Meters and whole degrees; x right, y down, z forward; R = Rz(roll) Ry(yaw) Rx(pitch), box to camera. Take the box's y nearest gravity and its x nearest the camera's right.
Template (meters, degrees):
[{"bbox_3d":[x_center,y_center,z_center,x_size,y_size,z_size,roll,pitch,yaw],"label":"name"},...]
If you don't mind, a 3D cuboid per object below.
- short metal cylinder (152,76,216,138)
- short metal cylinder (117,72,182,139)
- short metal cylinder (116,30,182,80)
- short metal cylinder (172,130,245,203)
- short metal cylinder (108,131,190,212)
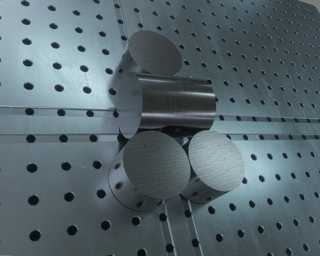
[{"bbox_3d":[0.028,-0.027,0.407,0.050,0.080,0.080,0,62,-29],"label":"short metal cylinder"},{"bbox_3d":[-0.016,-0.027,0.383,0.050,0.080,0.080,0,62,-29],"label":"short metal cylinder"},{"bbox_3d":[-0.016,-0.091,0.440,0.081,0.050,0.080,14,56,-21],"label":"short metal cylinder"},{"bbox_3d":[0.059,0.049,0.394,0.081,0.050,0.080,14,56,-21],"label":"short metal cylinder"},{"bbox_3d":[-0.013,0.050,0.355,0.081,0.050,0.080,14,56,-21],"label":"short metal cylinder"}]
